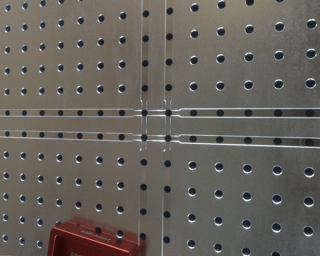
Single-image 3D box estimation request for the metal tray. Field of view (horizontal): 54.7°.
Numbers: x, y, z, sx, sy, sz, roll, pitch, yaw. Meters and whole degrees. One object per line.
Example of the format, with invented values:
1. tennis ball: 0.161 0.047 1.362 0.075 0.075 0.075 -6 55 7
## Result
1. metal tray: -0.099 0.197 0.443 0.130 0.030 0.089 10 93 19
